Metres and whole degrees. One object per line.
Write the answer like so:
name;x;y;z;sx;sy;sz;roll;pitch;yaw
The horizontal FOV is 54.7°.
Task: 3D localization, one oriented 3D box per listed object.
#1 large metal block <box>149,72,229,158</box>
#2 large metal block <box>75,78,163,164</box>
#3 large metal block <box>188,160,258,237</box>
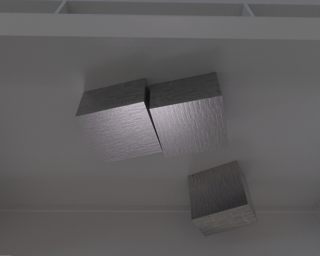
large metal block;0.037;-0.015;0.380;0.080;0.050;0.080;-10;130;8
large metal block;-0.046;-0.008;0.386;0.080;0.050;0.080;-12;129;9
large metal block;0.091;0.105;0.463;0.080;0.080;0.050;-21;127;17
